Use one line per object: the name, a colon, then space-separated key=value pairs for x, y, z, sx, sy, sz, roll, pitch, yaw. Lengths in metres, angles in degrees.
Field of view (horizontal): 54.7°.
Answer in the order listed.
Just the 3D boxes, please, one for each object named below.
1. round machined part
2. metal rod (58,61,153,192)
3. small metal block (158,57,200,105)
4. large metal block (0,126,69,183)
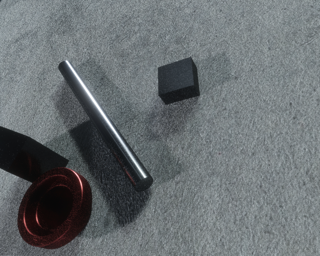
round machined part: x=-0.127 y=0.103 z=0.395 sx=0.098 sy=0.042 sz=0.098 roll=-13 pitch=56 yaw=20
metal rod: x=-0.095 y=-0.021 z=0.464 sx=0.025 sy=0.025 sz=0.300 roll=-41 pitch=51 yaw=0
small metal block: x=0.026 y=-0.065 z=0.429 sx=0.050 sy=0.025 sz=0.050 roll=-14 pitch=56 yaw=20
large metal block: x=-0.194 y=0.043 z=0.442 sx=0.080 sy=0.080 sz=0.050 roll=14 pitch=69 yaw=33
